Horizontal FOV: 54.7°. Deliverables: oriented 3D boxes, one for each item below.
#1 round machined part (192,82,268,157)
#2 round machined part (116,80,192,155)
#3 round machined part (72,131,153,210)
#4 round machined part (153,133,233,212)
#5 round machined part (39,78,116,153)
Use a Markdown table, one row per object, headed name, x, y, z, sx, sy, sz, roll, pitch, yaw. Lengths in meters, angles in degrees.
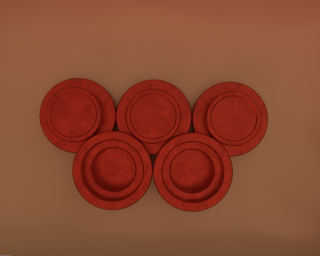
| name | x | y | z | sx | sy | sz | roll | pitch | yaw |
| --- | --- | --- | --- | --- | --- | --- | --- | --- | --- |
| round machined part | 0.091 | -0.011 | 0.401 | 0.099 | 0.042 | 0.097 | 0 | 89 | 0 |
| round machined part | -0.008 | -0.014 | 0.400 | 0.099 | 0.042 | 0.097 | 0 | 89 | 0 |
| round machined part | -0.058 | 0.052 | 0.401 | 0.099 | 0.042 | 0.097 | 0 | 90 | 0 |
| round machined part | 0.040 | 0.054 | 0.401 | 0.099 | 0.042 | 0.097 | 0 | 90 | 0 |
| round machined part | -0.106 | -0.016 | 0.399 | 0.099 | 0.042 | 0.097 | 0 | 89 | -1 |
